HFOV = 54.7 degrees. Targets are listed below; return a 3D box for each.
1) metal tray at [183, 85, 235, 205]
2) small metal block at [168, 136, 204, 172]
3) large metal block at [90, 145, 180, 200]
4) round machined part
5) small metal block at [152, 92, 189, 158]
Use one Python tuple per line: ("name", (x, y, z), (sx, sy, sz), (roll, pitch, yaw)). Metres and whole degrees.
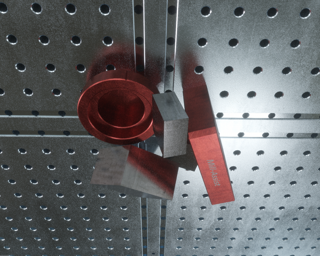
("metal tray", (0.062, 0.023, 0.389), (0.030, 0.090, 0.129), (-14, 129, 11))
("small metal block", (0.032, 0.029, 0.431), (0.050, 0.025, 0.050), (16, 134, 0))
("large metal block", (-0.034, 0.062, 0.417), (0.080, 0.050, 0.080), (25, 159, -33))
("round machined part", (-0.046, -0.029, 0.375), (0.099, 0.042, 0.097), (-1, 130, 0))
("small metal block", (0.010, -0.004, 0.338), (0.025, 0.050, 0.050), (-9, 130, -11))
